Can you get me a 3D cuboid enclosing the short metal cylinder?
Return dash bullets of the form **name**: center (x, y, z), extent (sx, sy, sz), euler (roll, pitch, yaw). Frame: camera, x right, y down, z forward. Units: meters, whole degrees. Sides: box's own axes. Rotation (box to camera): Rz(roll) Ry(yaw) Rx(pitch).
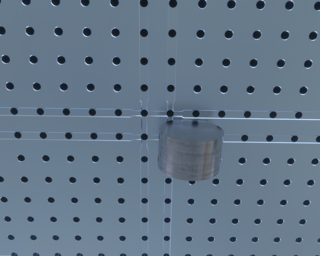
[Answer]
- **short metal cylinder**: center (0.038, 0.025, 0.394), extent (0.080, 0.080, 0.050), euler (3, 110, -1)
